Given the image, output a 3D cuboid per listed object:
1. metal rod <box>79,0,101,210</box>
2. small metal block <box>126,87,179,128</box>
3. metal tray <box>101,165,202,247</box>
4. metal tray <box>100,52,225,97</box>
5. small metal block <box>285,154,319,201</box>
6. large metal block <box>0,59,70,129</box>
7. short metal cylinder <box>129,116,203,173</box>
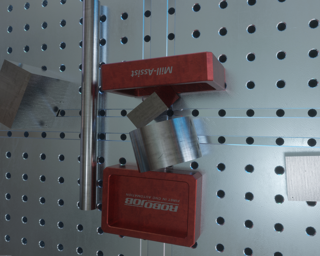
[{"bbox_3d":[-0.101,-0.033,0.448,0.025,0.025,0.298,1,90,20],"label":"metal rod"},{"bbox_3d":[-0.008,-0.028,0.395,0.050,0.050,0.025,-37,95,27],"label":"small metal block"},{"bbox_3d":[-0.013,0.100,0.414,0.130,0.030,0.089,2,91,19],"label":"metal tray"},{"bbox_3d":[0.006,-0.060,0.375,0.130,0.090,0.030,-2,89,20],"label":"metal tray"},{"bbox_3d":[0.171,0.056,0.352,0.050,0.025,0.050,-3,89,20],"label":"small metal block"},{"bbox_3d":[-0.189,-0.046,0.450,0.050,0.080,0.080,27,99,18],"label":"large metal block"},{"bbox_3d":[0.007,0.021,0.381,0.080,0.080,0.050,-16,85,19],"label":"short metal cylinder"}]
